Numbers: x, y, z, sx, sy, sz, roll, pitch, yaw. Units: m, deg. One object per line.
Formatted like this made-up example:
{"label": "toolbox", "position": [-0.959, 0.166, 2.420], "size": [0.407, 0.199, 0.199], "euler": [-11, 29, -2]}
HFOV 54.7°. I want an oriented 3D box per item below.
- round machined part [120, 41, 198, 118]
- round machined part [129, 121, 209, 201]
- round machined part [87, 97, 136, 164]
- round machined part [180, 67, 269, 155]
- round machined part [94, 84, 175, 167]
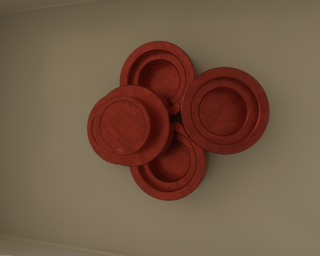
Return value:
{"label": "round machined part", "position": [0.002, -0.058, 0.399], "size": [0.098, 0.042, 0.097], "euler": [0, 90, 19]}
{"label": "round machined part", "position": [0.014, 0.039, 0.394], "size": [0.098, 0.042, 0.097], "euler": [0, 90, 19]}
{"label": "round machined part", "position": [-0.056, 0.001, 0.417], "size": [0.098, 0.042, 0.097], "euler": [0, 90, 19]}
{"label": "round machined part", "position": [0.072, -0.019, 0.363], "size": [0.099, 0.042, 0.097], "euler": [0, 87, -1]}
{"label": "round machined part", "position": [-0.036, -0.003, 0.365], "size": [0.098, 0.042, 0.097], "euler": [0, 90, 19]}
